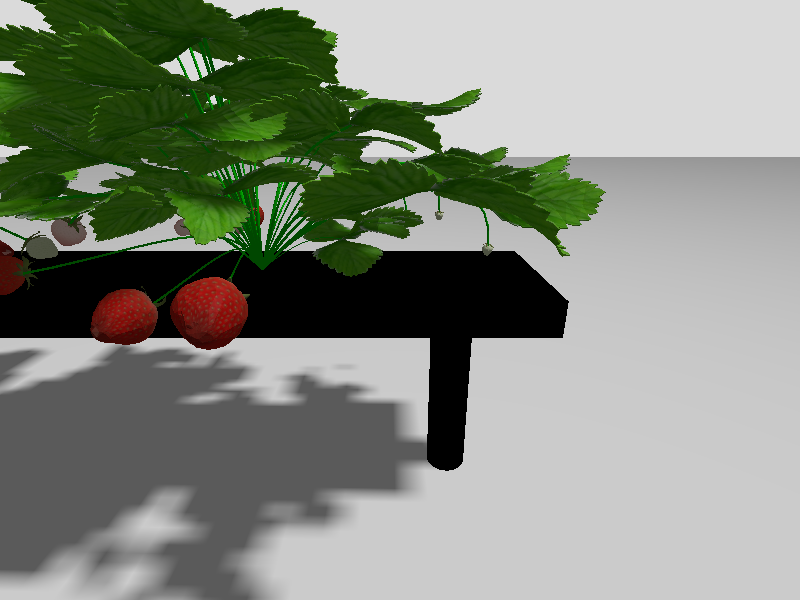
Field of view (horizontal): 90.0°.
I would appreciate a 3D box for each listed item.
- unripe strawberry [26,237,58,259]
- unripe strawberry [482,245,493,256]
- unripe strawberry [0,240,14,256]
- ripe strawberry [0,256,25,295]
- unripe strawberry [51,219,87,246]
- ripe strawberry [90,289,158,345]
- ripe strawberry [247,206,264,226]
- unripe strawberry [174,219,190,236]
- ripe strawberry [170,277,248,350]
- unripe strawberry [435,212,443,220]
[{"bbox_3d":[-0.347,-0.049,0.389,0.022,0.022,0.024,30,14,-18],"label":"unripe strawberry"},{"bbox_3d":[0.087,-0.050,0.397,0.010,0.011,0.011,-4,22,-9],"label":"unripe strawberry"},{"bbox_3d":[-0.373,-0.043,0.368,0.026,0.026,0.029,0,21,-3],"label":"unripe strawberry"},{"bbox_3d":[-0.301,-0.018,0.299,0.032,0.028,0.032,-8,23,-19],"label":"ripe strawberry"},{"bbox_3d":[-0.370,-0.074,0.446,0.033,0.032,0.030,-42,1,29],"label":"unripe strawberry"},{"bbox_3d":[-0.156,0.011,0.224,0.031,0.033,0.034,4,22,11],"label":"ripe strawberry"},{"bbox_3d":[-0.200,-0.112,0.533,0.037,0.032,0.037,-8,10,-20],"label":"ripe strawberry"},{"bbox_3d":[-0.264,-0.090,0.491,0.024,0.021,0.024,-20,25,-41],"label":"unripe strawberry"},{"bbox_3d":[-0.105,0.009,0.218,0.039,0.041,0.042,-3,22,-7],"label":"ripe strawberry"},{"bbox_3d":[0.050,-0.106,0.508,0.010,0.010,0.011,-19,28,-39],"label":"unripe strawberry"}]
